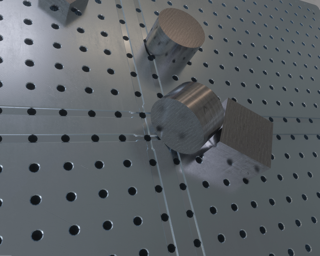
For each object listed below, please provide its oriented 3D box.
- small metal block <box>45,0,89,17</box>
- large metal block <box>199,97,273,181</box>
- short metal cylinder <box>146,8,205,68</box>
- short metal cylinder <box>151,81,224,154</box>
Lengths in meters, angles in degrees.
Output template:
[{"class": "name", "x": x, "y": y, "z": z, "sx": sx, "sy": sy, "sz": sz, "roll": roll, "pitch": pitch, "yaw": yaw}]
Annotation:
[{"class": "small metal block", "x": -0.139, "y": -0.198, "z": 0.454, "sx": 0.050, "sy": 0.025, "sz": 0.050, "roll": 38, "pitch": 51, "yaw": -3}, {"class": "large metal block", "x": 0.110, "y": 0.016, "z": 0.442, "sx": 0.080, "sy": 0.050, "sz": 0.080, "roll": 28, "pitch": 52, "yaw": -11}, {"class": "short metal cylinder", "x": 0.024, "y": -0.142, "z": 0.492, "sx": 0.081, "sy": 0.050, "sz": 0.080, "roll": 14, "pitch": 56, "yaw": -21}, {"class": "short metal cylinder", "x": 0.035, "y": -0.013, "z": 0.400, "sx": 0.080, "sy": 0.080, "sz": 0.050, "roll": 47, "pitch": 51, "yaw": 4}]
